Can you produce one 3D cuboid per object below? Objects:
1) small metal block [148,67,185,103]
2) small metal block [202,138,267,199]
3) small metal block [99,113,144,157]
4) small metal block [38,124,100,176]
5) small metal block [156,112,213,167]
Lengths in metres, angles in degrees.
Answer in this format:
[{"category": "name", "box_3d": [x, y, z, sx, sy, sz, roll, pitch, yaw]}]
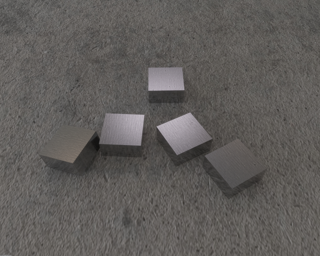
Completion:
[{"category": "small metal block", "box_3d": [0.008, -0.063, 0.456, 0.050, 0.025, 0.050, -1, 50, -1]}, {"category": "small metal block", "box_3d": [0.086, 0.047, 0.364, 0.050, 0.025, 0.050, -24, 54, -19]}, {"category": "small metal block", "box_3d": [-0.047, 0.009, 0.395, 0.050, 0.025, 0.050, 2, 50, 1]}, {"category": "small metal block", "box_3d": [-0.107, 0.026, 0.375, 0.050, 0.025, 0.050, 10, 50, 23]}, {"category": "small metal block", "box_3d": [0.030, 0.014, 0.392, 0.050, 0.025, 0.050, -23, 54, -18]}]
